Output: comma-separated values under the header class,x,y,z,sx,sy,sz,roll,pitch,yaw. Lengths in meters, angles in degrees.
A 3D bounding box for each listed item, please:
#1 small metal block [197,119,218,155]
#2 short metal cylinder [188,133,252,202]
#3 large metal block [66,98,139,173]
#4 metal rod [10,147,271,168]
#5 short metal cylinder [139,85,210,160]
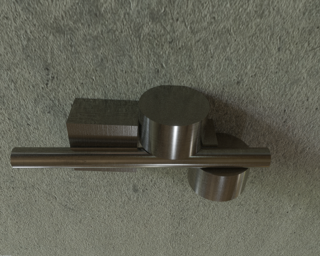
class,x,y,z,sx,sy,sz,roll,pitch,yaw
small metal block,0.045,0.013,0.402,0.050,0.050,0.025,1,130,-1
short metal cylinder,0.079,0.051,0.417,0.081,0.080,0.050,0,130,-1
large metal block,-0.068,0.010,0.396,0.081,0.050,0.079,2,130,-3
metal rod,-0.020,0.036,0.372,0.302,0.025,0.025,0,130,-2
short metal cylinder,0.015,-0.009,0.366,0.081,0.080,0.050,2,130,-2
